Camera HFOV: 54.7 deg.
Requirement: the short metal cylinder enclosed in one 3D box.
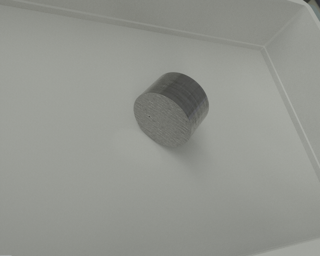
[{"bbox_3d":[0.014,-0.023,0.390,0.080,0.080,0.050,41,51,-1],"label":"short metal cylinder"}]
